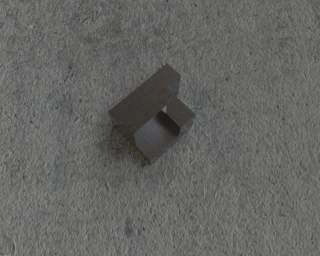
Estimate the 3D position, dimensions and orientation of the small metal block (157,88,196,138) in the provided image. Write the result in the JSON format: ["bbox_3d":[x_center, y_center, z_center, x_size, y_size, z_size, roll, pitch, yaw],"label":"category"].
[{"bbox_3d":[0.017,-0.017,0.402,0.025,0.050,0.050,-41,76,-14],"label":"small metal block"}]

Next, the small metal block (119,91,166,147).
[{"bbox_3d":[-0.020,-0.010,0.373,0.050,0.050,0.025,-42,76,-14],"label":"small metal block"}]

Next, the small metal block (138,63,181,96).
[{"bbox_3d":[0.000,-0.051,0.414,0.050,0.050,0.025,-42,76,-14],"label":"small metal block"}]

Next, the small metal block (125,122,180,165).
[{"bbox_3d":[-0.010,0.012,0.405,0.050,0.025,0.050,-41,75,-14],"label":"small metal block"}]

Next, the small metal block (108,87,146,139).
[{"bbox_3d":[-0.037,-0.019,0.402,0.050,0.050,0.025,-42,76,-14],"label":"small metal block"}]
